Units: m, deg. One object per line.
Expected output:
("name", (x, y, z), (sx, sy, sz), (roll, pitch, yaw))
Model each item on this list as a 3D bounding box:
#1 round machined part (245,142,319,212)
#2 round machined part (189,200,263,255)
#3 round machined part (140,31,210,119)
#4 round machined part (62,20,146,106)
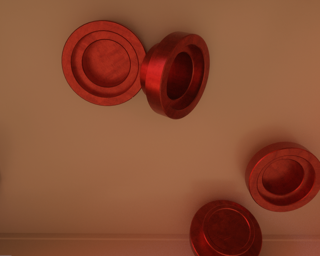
("round machined part", (0.166, 0.063, 0.428), (0.099, 0.042, 0.097), (0, 110, -1))
("round machined part", (0.091, 0.144, 0.424), (0.099, 0.098, 0.042), (-1, 145, 0))
("round machined part", (0.014, -0.062, 0.360), (0.042, 0.099, 0.097), (22, 114, 33))
("round machined part", (-0.063, -0.079, 0.372), (0.099, 0.042, 0.097), (0, 110, -1))
